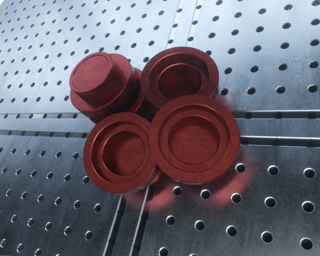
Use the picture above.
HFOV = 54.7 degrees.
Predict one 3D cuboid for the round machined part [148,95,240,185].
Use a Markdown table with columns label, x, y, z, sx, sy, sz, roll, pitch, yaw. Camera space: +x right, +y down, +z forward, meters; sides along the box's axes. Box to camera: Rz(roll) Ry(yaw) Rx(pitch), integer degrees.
| label | x | y | z | sx | sy | sz | roll | pitch | yaw |
| --- | --- | --- | --- | --- | --- | --- | --- | --- | --- |
| round machined part | 0.038 | 0.015 | 0.352 | 0.099 | 0.042 | 0.098 | -2 | 74 | 6 |

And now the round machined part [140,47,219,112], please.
| label | x | y | z | sx | sy | sz | roll | pitch | yaw |
| --- | --- | --- | --- | --- | --- | --- | --- | --- | --- |
| round machined part | 0.027 | -0.055 | 0.404 | 0.099 | 0.042 | 0.098 | -4 | 63 | 8 |

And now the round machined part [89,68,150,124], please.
| label | x | y | z | sx | sy | sz | roll | pitch | yaw |
| --- | --- | --- | --- | --- | --- | --- | --- | --- | --- |
| round machined part | -0.052 | -0.036 | 0.445 | 0.098 | 0.042 | 0.098 | -13 | 56 | 20 |

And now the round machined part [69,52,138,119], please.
| label | x | y | z | sx | sy | sz | roll | pitch | yaw |
| --- | --- | --- | --- | --- | --- | --- | --- | --- | --- |
| round machined part | -0.084 | -0.065 | 0.425 | 0.098 | 0.042 | 0.098 | -13 | 56 | 20 |

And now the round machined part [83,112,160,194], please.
| label | x | y | z | sx | sy | sz | roll | pitch | yaw |
| --- | --- | --- | --- | --- | --- | --- | --- | --- | --- |
| round machined part | -0.042 | 0.033 | 0.386 | 0.098 | 0.042 | 0.098 | -4 | 75 | 16 |
